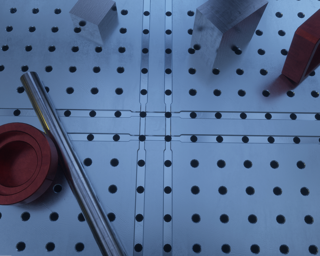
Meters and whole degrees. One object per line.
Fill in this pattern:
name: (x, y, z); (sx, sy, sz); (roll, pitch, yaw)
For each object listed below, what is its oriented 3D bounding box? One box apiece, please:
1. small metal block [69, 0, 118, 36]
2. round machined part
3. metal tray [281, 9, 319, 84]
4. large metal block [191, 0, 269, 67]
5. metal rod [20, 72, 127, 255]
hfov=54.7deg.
small metal block: (-0.101, -0.177, 0.475); (0.050, 0.025, 0.050); (27, 72, 9)
round machined part: (-0.172, 0.045, 0.380); (0.099, 0.042, 0.098); (-1, 74, 5)
metal tray: (0.229, -0.131, 0.425); (0.130, 0.090, 0.030); (-41, 64, -14)
large metal block: (0.094, -0.145, 0.437); (0.080, 0.080, 0.050); (-37, 75, -13)
metal rod: (-0.110, 0.051, 0.391); (0.025, 0.025, 0.299); (-28, 73, -10)
